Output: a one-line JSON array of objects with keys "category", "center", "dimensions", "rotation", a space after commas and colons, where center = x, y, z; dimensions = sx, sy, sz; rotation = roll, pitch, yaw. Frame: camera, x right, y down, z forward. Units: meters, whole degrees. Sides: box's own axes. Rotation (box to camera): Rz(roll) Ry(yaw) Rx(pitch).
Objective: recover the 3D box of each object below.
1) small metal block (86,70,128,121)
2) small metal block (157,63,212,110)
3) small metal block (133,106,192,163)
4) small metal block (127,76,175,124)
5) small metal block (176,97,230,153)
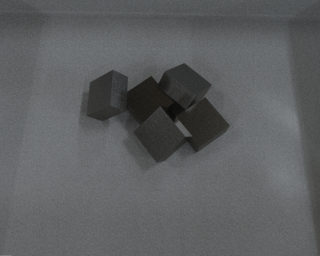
[{"category": "small metal block", "center": [-0.069, -0.042, 0.408], "dimensions": [0.050, 0.025, 0.050], "rotation": [-17, 63, 40]}, {"category": "small metal block", "center": [0.034, -0.057, 0.417], "dimensions": [0.050, 0.025, 0.050], "rotation": [41, 40, 13]}, {"category": "small metal block", "center": [0.003, 0.008, 0.393], "dimensions": [0.050, 0.025, 0.050], "rotation": [-44, 73, 18]}, {"category": "small metal block", "center": [-0.016, -0.034, 0.420], "dimensions": [0.050, 0.025, 0.050], "rotation": [-36, 74, -13]}, {"category": "small metal block", "center": [0.055, -0.004, 0.410], "dimensions": [0.050, 0.025, 0.050], "rotation": [-34, 74, -12]}]
